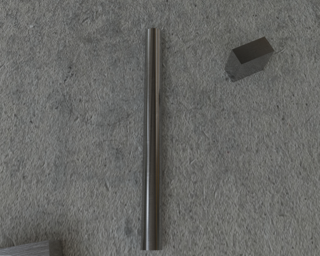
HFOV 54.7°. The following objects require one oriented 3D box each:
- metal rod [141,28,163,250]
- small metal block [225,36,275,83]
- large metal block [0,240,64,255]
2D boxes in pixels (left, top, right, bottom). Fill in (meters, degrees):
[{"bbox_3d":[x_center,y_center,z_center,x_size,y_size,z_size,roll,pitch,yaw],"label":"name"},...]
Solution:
[{"bbox_3d":[-0.009,0.000,0.407,0.025,0.025,0.299,0,70,0],"label":"metal rod"},{"bbox_3d":[0.123,-0.094,0.431,0.050,0.050,0.025,-23,72,-9],"label":"small metal block"},{"bbox_3d":[-0.149,0.169,0.331,0.081,0.050,0.080,-9,70,-4],"label":"large metal block"}]
